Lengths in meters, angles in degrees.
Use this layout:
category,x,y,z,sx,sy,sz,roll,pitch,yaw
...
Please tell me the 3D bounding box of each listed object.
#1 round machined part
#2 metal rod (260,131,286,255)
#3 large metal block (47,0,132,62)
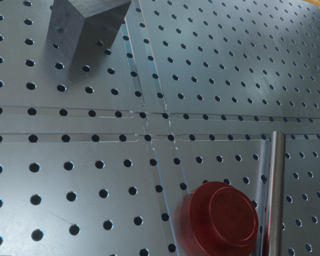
category,x,y,z,sx,sy,sz,roll,pitch,yaw
round machined part,0.078,0.110,0.372,0.099,0.042,0.098,14,56,-21
metal rod,0.150,0.126,0.411,0.025,0.025,0.300,28,52,-11
large metal block,-0.095,-0.144,0.410,0.050,0.080,0.080,47,51,4
